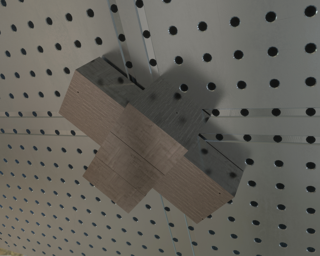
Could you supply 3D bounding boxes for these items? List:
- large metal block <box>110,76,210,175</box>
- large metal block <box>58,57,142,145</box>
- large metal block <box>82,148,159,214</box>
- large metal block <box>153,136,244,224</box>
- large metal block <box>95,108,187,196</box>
[{"bbox_3d":[0.003,-0.005,0.370,0.080,0.080,0.050,39,129,1],"label":"large metal block"},{"bbox_3d":[-0.077,-0.032,0.410,0.080,0.050,0.080,38,130,2],"label":"large metal block"},{"bbox_3d":[-0.045,0.056,0.433,0.080,0.080,0.050,39,129,1],"label":"large metal block"},{"bbox_3d":[0.048,0.068,0.411,0.080,0.050,0.080,39,130,1],"label":"large metal block"},{"bbox_3d":[-0.021,0.025,0.402,0.080,0.080,0.050,39,129,1],"label":"large metal block"}]
